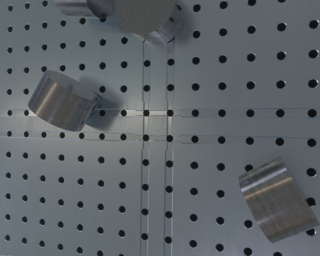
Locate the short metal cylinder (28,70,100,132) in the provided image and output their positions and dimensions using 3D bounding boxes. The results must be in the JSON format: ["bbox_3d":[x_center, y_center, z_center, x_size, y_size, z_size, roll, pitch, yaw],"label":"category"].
[{"bbox_3d":[-0.132,-0.038,0.430,0.080,0.080,0.050,35,102,16],"label":"short metal cylinder"}]

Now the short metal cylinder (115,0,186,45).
[{"bbox_3d":[-0.011,-0.155,0.403,0.080,0.050,0.079,0,90,20],"label":"short metal cylinder"}]

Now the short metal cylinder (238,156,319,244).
[{"bbox_3d":[0.128,0.077,0.338,0.050,0.080,0.080,-31,80,17],"label":"short metal cylinder"}]

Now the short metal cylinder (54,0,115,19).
[{"bbox_3d":[-0.101,-0.191,0.419,0.050,0.080,0.079,10,93,20],"label":"short metal cylinder"}]
